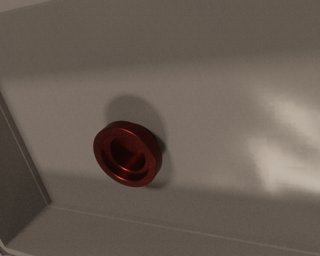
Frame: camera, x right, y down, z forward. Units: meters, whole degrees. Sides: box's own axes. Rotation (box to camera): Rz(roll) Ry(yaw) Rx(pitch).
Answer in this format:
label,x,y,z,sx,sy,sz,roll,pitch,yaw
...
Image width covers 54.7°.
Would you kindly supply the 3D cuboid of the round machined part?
label,x,y,z,sx,sy,sz,roll,pitch,yaw
round machined part,-0.041,0.032,0.438,0.098,0.042,0.097,13,124,20
